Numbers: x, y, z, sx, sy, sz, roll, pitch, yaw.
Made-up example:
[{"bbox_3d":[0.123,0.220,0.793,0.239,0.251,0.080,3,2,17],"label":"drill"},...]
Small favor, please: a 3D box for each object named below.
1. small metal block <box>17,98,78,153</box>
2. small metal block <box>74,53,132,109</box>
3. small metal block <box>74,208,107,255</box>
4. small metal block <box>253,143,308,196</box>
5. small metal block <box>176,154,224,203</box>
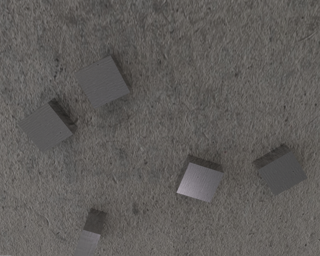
[{"bbox_3d":[-0.147,-0.003,0.407,0.050,0.025,0.050,-31,107,11],"label":"small metal block"},{"bbox_3d":[-0.070,-0.059,0.387,0.050,0.025,0.050,-24,109,8],"label":"small metal block"},{"bbox_3d":[-0.101,0.155,0.453,0.025,0.050,0.050,19,109,-7],"label":"small metal block"},{"bbox_3d":[0.167,0.058,0.433,0.050,0.025,0.050,-33,107,11],"label":"small metal block"},{"bbox_3d":[0.055,0.071,0.436,0.050,0.025,0.050,18,109,-7],"label":"small metal block"}]
